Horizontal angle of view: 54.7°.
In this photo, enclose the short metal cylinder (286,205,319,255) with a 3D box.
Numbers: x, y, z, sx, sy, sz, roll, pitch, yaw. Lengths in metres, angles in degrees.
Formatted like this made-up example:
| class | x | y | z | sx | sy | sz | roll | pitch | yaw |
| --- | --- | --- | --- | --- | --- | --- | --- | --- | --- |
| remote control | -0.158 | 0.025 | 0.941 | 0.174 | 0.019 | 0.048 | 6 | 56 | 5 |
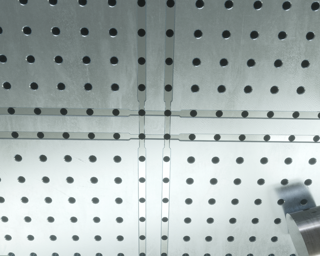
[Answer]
| class | x | y | z | sx | sy | sz | roll | pitch | yaw |
| --- | --- | --- | --- | --- | --- | --- | --- | --- | --- |
| short metal cylinder | 0.223 | 0.157 | 0.445 | 0.050 | 0.080 | 0.080 | -16 | 110 | 6 |
